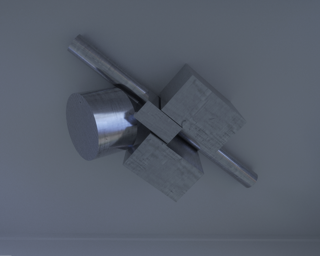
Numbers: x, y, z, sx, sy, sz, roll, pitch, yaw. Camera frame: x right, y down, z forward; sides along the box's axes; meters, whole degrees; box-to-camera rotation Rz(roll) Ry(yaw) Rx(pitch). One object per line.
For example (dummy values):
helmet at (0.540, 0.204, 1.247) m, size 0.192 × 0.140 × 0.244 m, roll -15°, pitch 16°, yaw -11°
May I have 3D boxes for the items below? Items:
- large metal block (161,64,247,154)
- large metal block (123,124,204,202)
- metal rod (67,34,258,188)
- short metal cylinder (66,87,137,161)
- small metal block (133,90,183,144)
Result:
large metal block at (0.048, -0.027, 0.372) m, size 0.080 × 0.080 × 0.050 m, roll 38°, pitch 105°, yaw -13°
large metal block at (0.004, 0.034, 0.394) m, size 0.080 × 0.080 × 0.050 m, roll 37°, pitch 106°, yaw -13°
metal rod at (0.013, -0.014, 0.406) m, size 0.301 × 0.025 × 0.025 m, roll 37°, pitch 106°, yaw -13°
short metal cylinder at (-0.071, -0.006, 0.371) m, size 0.050 × 0.080 × 0.079 m, roll -15°, pitch 116°, yaw -37°
small metal block at (-0.002, -0.015, 0.367) m, size 0.050 × 0.050 × 0.025 m, roll 39°, pitch 105°, yaw -14°
